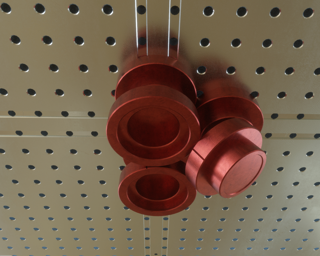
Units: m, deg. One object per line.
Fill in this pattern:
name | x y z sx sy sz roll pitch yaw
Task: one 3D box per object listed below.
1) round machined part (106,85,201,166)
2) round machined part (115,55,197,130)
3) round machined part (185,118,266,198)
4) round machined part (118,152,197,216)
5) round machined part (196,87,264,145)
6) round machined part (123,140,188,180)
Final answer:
round machined part | -0.007 -0.006 0.339 0.099 0.042 0.097 0 130 0
round machined part | -0.005 -0.034 0.372 0.099 0.042 0.097 0 130 0
round machined part | 0.081 0.041 0.352 0.099 0.042 0.097 -22 134 -24
round machined part | -0.003 0.069 0.403 0.099 0.042 0.097 0 130 0
round machined part | 0.084 -0.001 0.401 0.099 0.042 0.097 0 130 0
round machined part | -0.004 0.041 0.436 0.099 0.042 0.097 0 130 0
